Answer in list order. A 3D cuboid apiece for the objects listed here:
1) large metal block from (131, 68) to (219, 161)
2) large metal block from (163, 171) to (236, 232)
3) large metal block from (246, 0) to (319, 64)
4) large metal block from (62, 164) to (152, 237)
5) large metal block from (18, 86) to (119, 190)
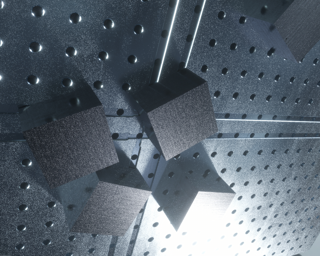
[{"bbox_3d":[0.021,-0.018,0.397,0.080,0.050,0.080,-29,129,-10],"label":"large metal block"},{"bbox_3d":[0.064,0.121,0.507,0.081,0.050,0.079,11,113,-34],"label":"large metal block"},{"bbox_3d":[0.174,-0.146,0.402,0.080,0.050,0.080,-49,129,6],"label":"large metal block"},{"bbox_3d":[-0.071,0.095,0.416,0.080,0.050,0.080,21,107,-36],"label":"large metal block"},{"bbox_3d":[-0.100,0.010,0.347,0.081,0.050,0.079,-21,127,-16],"label":"large metal block"}]
